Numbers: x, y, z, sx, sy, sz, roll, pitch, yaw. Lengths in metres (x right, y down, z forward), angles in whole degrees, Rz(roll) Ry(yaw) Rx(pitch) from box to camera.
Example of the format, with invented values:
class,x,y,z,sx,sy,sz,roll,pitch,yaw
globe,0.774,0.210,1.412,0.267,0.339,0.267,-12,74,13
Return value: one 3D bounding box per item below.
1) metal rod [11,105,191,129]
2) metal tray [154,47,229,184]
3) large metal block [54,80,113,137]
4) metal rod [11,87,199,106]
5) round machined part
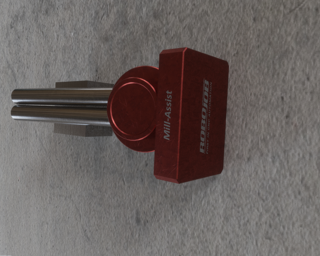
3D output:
class,x,y,z,sx,sy,sz,roll,pitch,yaw
metal rod,-0.089,-0.016,0.419,0.301,0.025,0.025,4,92,27
metal tray,0.036,-0.012,0.332,0.030,0.091,0.129,5,93,40
large metal block,-0.118,-0.030,0.480,0.080,0.050,0.079,4,93,39
metal rod,-0.088,-0.042,0.418,0.301,0.025,0.025,3,92,27
round machined part,-0.020,-0.021,0.346,0.098,0.042,0.097,1,93,29
